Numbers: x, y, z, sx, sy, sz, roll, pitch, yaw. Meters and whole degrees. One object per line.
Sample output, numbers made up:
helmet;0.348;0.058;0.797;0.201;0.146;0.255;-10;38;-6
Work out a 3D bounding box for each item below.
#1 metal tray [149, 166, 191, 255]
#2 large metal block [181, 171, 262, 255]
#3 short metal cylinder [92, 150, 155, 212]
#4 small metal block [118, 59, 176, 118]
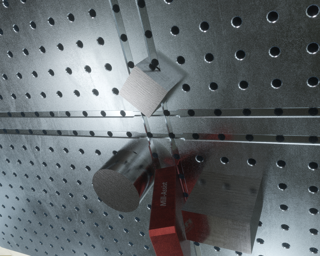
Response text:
metal tray;0.016;0.122;0.409;0.030;0.130;0.089;-12;114;9
large metal block;0.083;0.104;0.396;0.080;0.080;0.050;4;120;26
short metal cylinder;-0.055;0.081;0.474;0.080;0.050;0.079;13;124;21
small metal block;-0.017;-0.049;0.390;0.050;0.025;0.050;39;129;1
